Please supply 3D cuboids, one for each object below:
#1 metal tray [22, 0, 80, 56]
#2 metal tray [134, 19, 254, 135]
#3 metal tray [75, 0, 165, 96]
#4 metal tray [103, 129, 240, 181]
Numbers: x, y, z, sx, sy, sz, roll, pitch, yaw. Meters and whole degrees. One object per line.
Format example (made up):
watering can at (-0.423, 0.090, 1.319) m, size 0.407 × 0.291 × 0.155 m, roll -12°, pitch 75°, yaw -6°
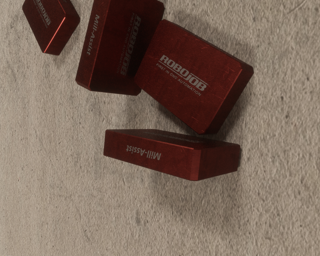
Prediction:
metal tray at (-0.202, -0.209, 0.565) m, size 0.090 × 0.030 × 0.130 m, roll -45°, pitch 64°, yaw 30°
metal tray at (0.034, -0.063, 0.372) m, size 0.130 × 0.030 × 0.089 m, roll 41°, pitch 115°, yaw 32°
metal tray at (-0.050, -0.110, 0.401) m, size 0.030 × 0.091 × 0.129 m, roll 28°, pitch 107°, yaw 36°
metal tray at (0.011, 0.025, 0.351) m, size 0.130 × 0.091 × 0.030 m, roll 10°, pitch 97°, yaw 39°
